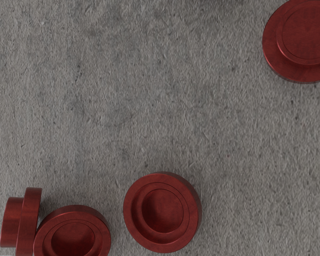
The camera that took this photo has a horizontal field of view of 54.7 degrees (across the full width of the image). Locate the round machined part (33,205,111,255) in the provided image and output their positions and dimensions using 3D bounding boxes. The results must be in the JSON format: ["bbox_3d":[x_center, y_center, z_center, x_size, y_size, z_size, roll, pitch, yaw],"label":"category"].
[{"bbox_3d":[-0.119,0.150,0.425,0.099,0.042,0.097,-4,104,-15],"label":"round machined part"}]

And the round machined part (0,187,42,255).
[{"bbox_3d":[-0.196,0.133,0.438,0.042,0.098,0.097,8,94,-19],"label":"round machined part"}]

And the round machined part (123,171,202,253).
[{"bbox_3d":[0.006,0.104,0.398,0.098,0.042,0.097,0,90,20],"label":"round machined part"}]

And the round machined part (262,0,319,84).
[{"bbox_3d":[0.164,-0.100,0.342,0.098,0.042,0.097,0,90,20],"label":"round machined part"}]
